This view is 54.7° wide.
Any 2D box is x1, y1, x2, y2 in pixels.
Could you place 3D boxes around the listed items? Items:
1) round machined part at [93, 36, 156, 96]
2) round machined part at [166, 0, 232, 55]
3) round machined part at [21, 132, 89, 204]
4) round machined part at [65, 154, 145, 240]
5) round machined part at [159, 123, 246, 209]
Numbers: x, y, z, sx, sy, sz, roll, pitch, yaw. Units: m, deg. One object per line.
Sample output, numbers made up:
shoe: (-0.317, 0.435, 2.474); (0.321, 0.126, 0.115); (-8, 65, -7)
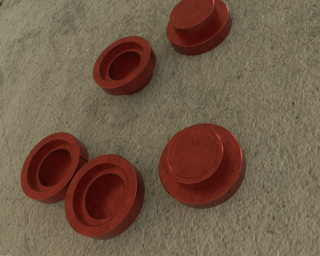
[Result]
round machined part: (-0.050, -0.090, 0.474); (0.098, 0.042, 0.098); (-13, 56, 21)
round machined part: (0.054, -0.160, 0.463); (0.098, 0.042, 0.098); (-13, 56, 21)
round machined part: (-0.140, 0.058, 0.431); (0.098, 0.042, 0.098); (-13, 56, 21)
round machined part: (-0.061, 0.084, 0.374); (0.098, 0.042, 0.098); (-13, 56, 21)
round machined part: (0.043, 0.037, 0.348); (0.098, 0.042, 0.098); (-13, 56, 21)
